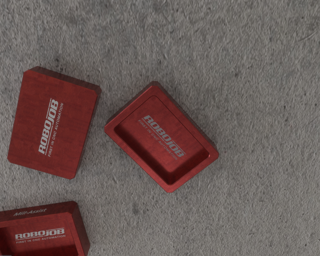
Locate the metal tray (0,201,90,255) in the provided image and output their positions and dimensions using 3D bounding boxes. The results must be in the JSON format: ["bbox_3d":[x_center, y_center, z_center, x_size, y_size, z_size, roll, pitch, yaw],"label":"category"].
[{"bbox_3d":[-0.181,0.164,0.465,0.131,0.030,0.089,-9,110,3],"label":"metal tray"}]

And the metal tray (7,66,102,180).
[{"bbox_3d":[-0.138,-0.005,0.404,0.091,0.030,0.129,18,109,-7],"label":"metal tray"}]

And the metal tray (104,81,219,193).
[{"bbox_3d":[0.003,0.014,0.412,0.090,0.030,0.130,-40,106,13],"label":"metal tray"}]
